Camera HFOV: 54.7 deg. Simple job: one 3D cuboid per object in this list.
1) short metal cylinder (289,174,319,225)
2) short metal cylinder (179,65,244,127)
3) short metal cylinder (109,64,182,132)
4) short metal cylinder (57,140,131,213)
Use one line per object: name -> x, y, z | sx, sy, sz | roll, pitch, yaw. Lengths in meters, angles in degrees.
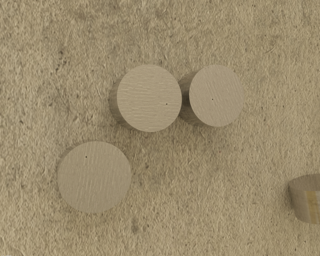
short metal cylinder -> 0.243, 0.105, 0.469 | 0.081, 0.080, 0.050 | -14, 95, -20
short metal cylinder -> 0.065, -0.042, 0.420 | 0.081, 0.050, 0.080 | 0, 90, -20
short metal cylinder -> -0.020, -0.035, 0.388 | 0.081, 0.050, 0.080 | 0, 90, -20
short metal cylinder -> -0.080, 0.054, 0.366 | 0.081, 0.050, 0.080 | 0, 90, -20
